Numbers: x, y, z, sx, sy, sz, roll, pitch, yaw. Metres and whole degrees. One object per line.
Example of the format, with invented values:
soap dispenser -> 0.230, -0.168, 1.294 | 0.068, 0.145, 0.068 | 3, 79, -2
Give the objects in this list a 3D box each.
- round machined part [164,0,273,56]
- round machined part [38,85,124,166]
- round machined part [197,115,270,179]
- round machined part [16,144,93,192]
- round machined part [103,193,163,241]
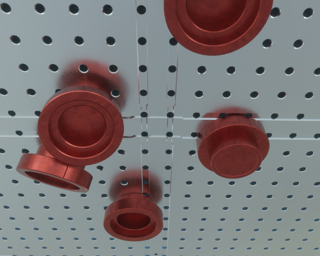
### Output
round machined part -> 0.053, -0.123, 0.296 | 0.099, 0.042, 0.097 | 0, 130, 0
round machined part -> -0.095, -0.006, 0.383 | 0.099, 0.042, 0.097 | -4, 115, -9
round machined part -> 0.102, 0.033, 0.429 | 0.099, 0.042, 0.097 | 0, 130, 0
round machined part -> -0.140, 0.053, 0.427 | 0.098, 0.042, 0.098 | 13, 157, 6
round machined part -> -0.044, 0.148, 0.526 | 0.099, 0.042, 0.097 | 0, 130, 0
